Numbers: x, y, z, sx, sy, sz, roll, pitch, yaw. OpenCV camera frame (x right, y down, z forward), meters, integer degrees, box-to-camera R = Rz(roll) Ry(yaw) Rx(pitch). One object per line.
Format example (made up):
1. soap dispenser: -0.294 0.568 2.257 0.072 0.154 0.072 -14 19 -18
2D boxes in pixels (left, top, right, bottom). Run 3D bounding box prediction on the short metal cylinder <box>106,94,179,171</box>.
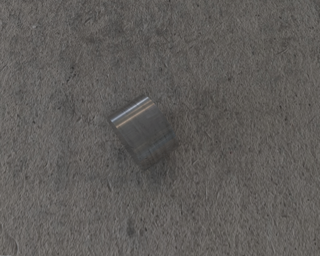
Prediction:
1. short metal cylinder: -0.021 0.006 0.377 0.050 0.080 0.080 -35 74 -11
